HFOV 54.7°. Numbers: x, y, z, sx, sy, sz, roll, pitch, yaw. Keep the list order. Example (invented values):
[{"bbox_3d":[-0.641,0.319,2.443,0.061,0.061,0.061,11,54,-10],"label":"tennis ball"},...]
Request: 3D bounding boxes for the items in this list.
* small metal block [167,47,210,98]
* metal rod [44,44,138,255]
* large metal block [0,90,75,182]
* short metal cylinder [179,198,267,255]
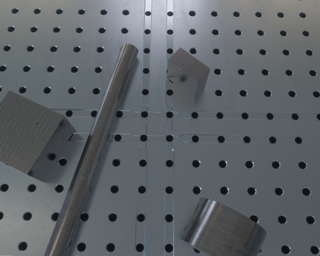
[{"bbox_3d":[0.038,-0.075,0.426,0.050,0.050,0.025,39,75,13],"label":"small metal block"},{"bbox_3d":[-0.083,0.020,0.403,0.025,0.025,0.299,15,70,5],"label":"metal rod"},{"bbox_3d":[-0.170,0.011,0.393,0.080,0.050,0.080,24,72,8],"label":"large metal block"},{"bbox_3d":[0.068,0.119,0.340,0.080,0.080,0.050,28,73,10],"label":"short metal cylinder"}]
